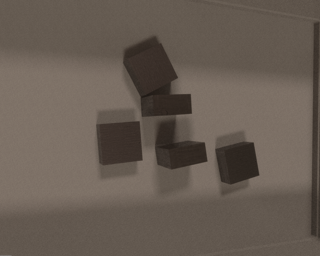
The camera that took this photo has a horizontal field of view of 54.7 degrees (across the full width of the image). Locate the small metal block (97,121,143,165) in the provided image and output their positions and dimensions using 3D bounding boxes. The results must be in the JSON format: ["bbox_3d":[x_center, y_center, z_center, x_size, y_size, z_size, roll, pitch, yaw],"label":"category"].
[{"bbox_3d":[-0.051,0.018,0.392,0.050,0.025,0.050,-5,92,-20],"label":"small metal block"}]

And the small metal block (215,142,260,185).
[{"bbox_3d":[0.113,0.050,0.454,0.050,0.025,0.050,-13,95,-20],"label":"small metal block"}]

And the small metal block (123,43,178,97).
[{"bbox_3d":[-0.012,-0.076,0.407,0.050,0.025,0.050,-30,100,-18],"label":"small metal block"}]

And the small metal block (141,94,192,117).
[{"bbox_3d":[0.007,-0.029,0.401,0.050,0.050,0.025,-4,92,-20],"label":"small metal block"}]

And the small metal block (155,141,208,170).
[{"bbox_3d":[0.027,0.034,0.408,0.050,0.050,0.025,-10,94,-20],"label":"small metal block"}]
